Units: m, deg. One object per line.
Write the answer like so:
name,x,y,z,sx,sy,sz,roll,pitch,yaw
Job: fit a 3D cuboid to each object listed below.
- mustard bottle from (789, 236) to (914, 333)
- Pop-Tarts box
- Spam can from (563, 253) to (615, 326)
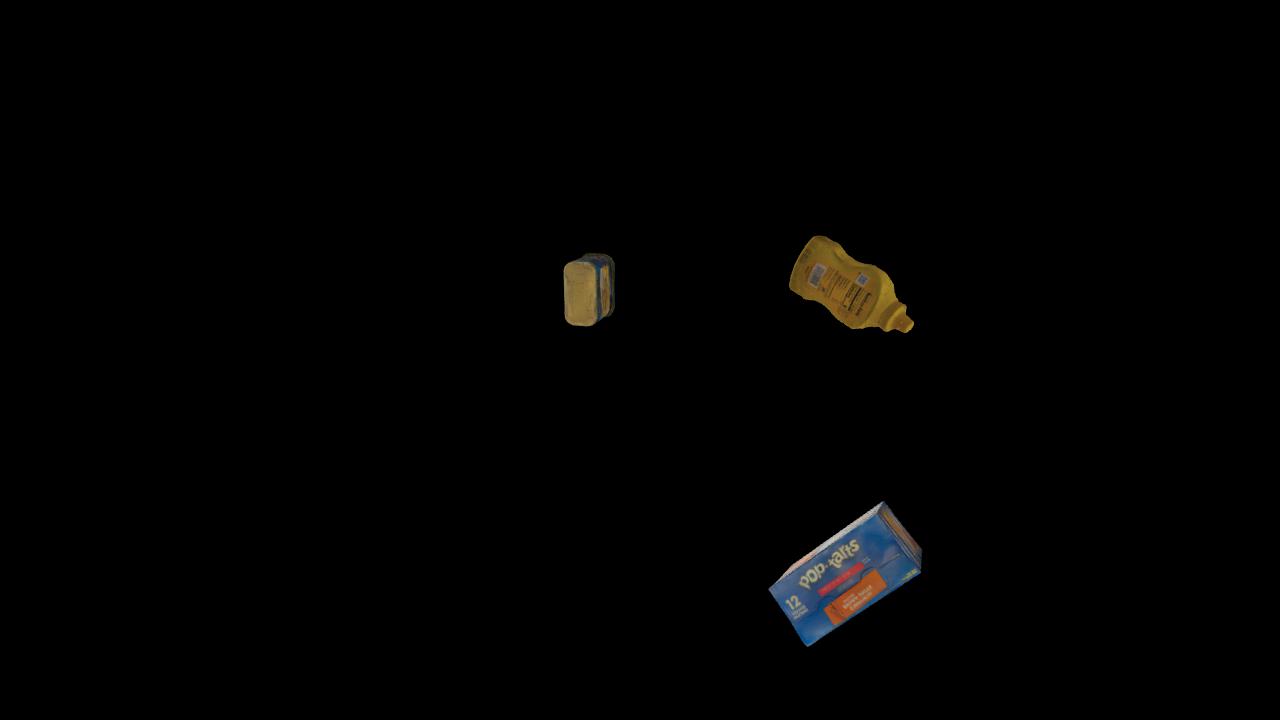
mustard bottle,0.297,-0.093,0.853,0.054,0.092,0.184,-5,38,-45
Pop-Tarts box,0.268,0.269,0.791,0.167,0.083,0.141,-42,-21,15
Spam can,-0.077,-0.107,0.939,0.058,0.101,0.085,4,17,13
